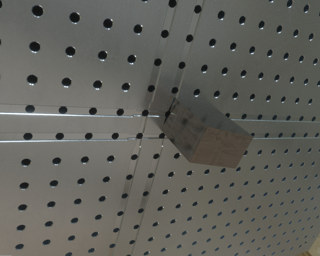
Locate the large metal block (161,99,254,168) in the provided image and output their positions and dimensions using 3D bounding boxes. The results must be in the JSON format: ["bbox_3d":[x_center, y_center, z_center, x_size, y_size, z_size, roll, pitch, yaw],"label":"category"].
[{"bbox_3d":[0.061,0.007,0.416,0.081,0.080,0.050,11,113,-34],"label":"large metal block"}]
